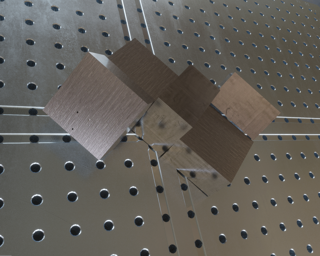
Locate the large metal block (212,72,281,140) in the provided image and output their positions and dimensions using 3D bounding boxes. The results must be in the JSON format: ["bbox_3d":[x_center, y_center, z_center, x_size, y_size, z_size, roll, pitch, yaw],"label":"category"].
[{"bbox_3d":[0.116,-0.034,0.448,0.080,0.050,0.080,42,11,0],"label":"large metal block"}]

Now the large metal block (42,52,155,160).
[{"bbox_3d":[-0.065,-0.025,0.344,0.080,0.080,0.050,42,12,0],"label":"large metal block"}]

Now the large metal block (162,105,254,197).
[{"bbox_3d":[0.064,0.028,0.409,0.080,0.050,0.080,41,51,1],"label":"large metal block"}]

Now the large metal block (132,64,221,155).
[{"bbox_3d":[0.020,-0.023,0.396,0.050,0.080,0.080,42,51,-2],"label":"large metal block"}]

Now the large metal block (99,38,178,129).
[{"bbox_3d":[-0.035,-0.059,0.409,0.080,0.050,0.080,42,52,-1],"label":"large metal block"}]
